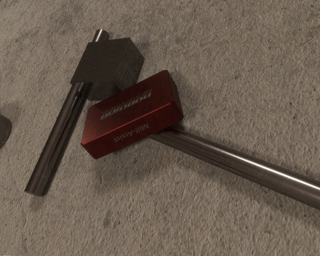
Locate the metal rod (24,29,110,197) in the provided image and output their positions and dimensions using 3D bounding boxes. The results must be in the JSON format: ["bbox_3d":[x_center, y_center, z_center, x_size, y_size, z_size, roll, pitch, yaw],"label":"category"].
[{"bbox_3d":[-0.141,-0.038,0.499,0.025,0.025,0.300,2,63,29],"label":"metal rod"}]

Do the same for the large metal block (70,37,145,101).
[{"bbox_3d":[-0.080,-0.090,0.483,0.080,0.050,0.080,2,63,29],"label":"large metal block"}]

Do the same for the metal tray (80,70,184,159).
[{"bbox_3d":[-0.038,-0.020,0.413,0.130,0.030,0.090,-25,34,12],"label":"metal tray"}]

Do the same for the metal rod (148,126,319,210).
[{"bbox_3d":[0.088,0.040,0.332,0.300,0.025,0.025,21,73,35],"label":"metal rod"}]

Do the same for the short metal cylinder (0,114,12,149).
[{"bbox_3d":[-0.313,0.004,0.546,0.080,0.050,0.080,-13,56,20],"label":"short metal cylinder"}]
